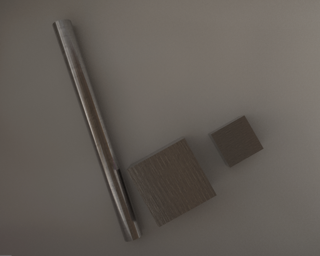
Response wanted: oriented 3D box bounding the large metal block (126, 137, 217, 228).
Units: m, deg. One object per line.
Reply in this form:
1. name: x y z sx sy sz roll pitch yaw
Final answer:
1. large metal block: 0.014 0.066 0.399 0.080 0.050 0.080 -29 90 0

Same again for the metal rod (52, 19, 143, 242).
1. metal rod: -0.082 0.003 0.410 0.025 0.025 0.298 -19 90 0

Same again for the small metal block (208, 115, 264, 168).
1. small metal block: 0.100 0.017 0.413 0.050 0.025 0.050 -30 90 -1
